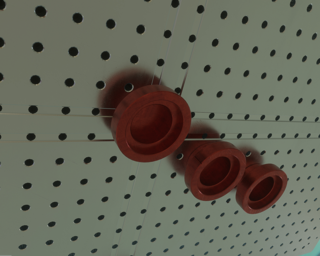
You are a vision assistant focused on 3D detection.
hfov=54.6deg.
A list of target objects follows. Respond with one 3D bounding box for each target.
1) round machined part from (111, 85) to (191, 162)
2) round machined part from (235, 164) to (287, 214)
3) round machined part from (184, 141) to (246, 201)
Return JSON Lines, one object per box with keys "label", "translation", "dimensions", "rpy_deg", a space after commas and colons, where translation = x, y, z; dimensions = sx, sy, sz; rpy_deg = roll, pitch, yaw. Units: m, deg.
{"label": "round machined part", "translation": [-0.014, -0.009, 0.387], "dimensions": [0.099, 0.042, 0.097], "rpy_deg": [-14, 124, -21]}
{"label": "round machined part", "translation": [0.177, 0.104, 0.560], "dimensions": [0.099, 0.042, 0.097], "rpy_deg": [-14, 124, -21]}
{"label": "round machined part", "translation": [0.081, 0.062, 0.482], "dimensions": [0.099, 0.042, 0.097], "rpy_deg": [-14, 124, -21]}
